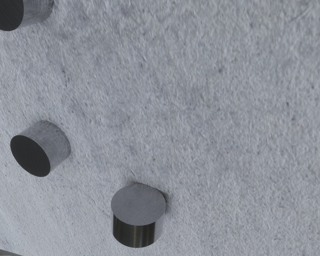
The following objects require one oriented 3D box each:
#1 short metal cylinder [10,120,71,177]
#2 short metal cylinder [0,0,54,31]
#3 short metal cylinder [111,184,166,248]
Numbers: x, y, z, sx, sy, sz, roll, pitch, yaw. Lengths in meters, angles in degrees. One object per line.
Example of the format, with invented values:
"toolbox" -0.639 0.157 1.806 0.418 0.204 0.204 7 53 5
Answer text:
"short metal cylinder" -0.197 0.034 0.513 0.080 0.050 0.079 13 124 20
"short metal cylinder" -0.181 -0.166 0.381 0.080 0.050 0.079 13 124 20
"short metal cylinder" -0.033 0.131 0.469 0.080 0.080 0.050 18 125 17
